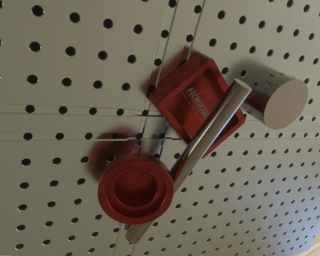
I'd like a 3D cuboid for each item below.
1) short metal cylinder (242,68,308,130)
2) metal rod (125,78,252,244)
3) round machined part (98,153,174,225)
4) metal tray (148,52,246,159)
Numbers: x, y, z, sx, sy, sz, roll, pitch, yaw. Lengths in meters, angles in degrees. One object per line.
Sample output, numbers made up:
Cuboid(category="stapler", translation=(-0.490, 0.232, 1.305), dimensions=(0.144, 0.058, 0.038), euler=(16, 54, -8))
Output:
Cuboid(category="short metal cylinder", translation=(0.171, -0.044, 0.464), dimensions=(0.081, 0.050, 0.079), euler=(-14, 125, -21))
Cuboid(category="metal rod", translation=(0.028, 0.062, 0.434), dimensions=(0.025, 0.025, 0.298), euler=(14, 121, -34))
Cuboid(category="round machined part", translation=(-0.032, 0.077, 0.418), dimensions=(0.099, 0.042, 0.097), euler=(-2, 110, -7))
Cuboid(category="metal tray", translation=(0.055, -0.026, 0.423), dimensions=(0.090, 0.030, 0.130), euler=(-41, 130, -1))
